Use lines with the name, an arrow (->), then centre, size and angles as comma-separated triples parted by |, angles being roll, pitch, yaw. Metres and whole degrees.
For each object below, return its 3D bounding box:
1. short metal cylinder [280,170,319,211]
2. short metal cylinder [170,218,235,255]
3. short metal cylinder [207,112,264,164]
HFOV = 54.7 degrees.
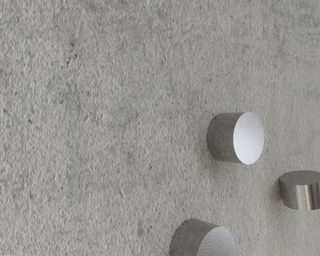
short metal cylinder -> 0.279, 0.119, 0.603 | 0.081, 0.080, 0.050 | -18, 102, -39
short metal cylinder -> 0.061, 0.174, 0.440 | 0.081, 0.050, 0.080 | 0, 90, -40
short metal cylinder -> 0.120, 0.015, 0.489 | 0.081, 0.050, 0.080 | 0, 90, -40
